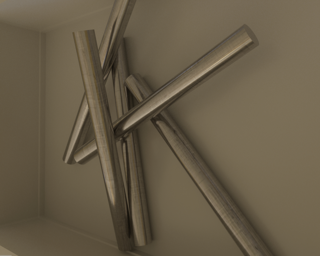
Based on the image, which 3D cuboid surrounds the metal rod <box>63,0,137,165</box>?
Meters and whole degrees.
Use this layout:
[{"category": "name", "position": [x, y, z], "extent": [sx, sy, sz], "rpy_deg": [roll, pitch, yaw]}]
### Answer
[{"category": "metal rod", "position": [-0.095, -0.060, 0.456], "extent": [0.025, 0.025, 0.298], "rpy_deg": [47, 126, 29]}]

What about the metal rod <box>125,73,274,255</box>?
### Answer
[{"category": "metal rod", "position": [0.040, 0.043, 0.372], "extent": [0.025, 0.025, 0.299], "rpy_deg": [-50, 61, 28]}]

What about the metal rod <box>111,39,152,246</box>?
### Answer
[{"category": "metal rod", "position": [-0.045, 0.011, 0.441], "extent": [0.025, 0.025, 0.298], "rpy_deg": [-14, 81, 39]}]

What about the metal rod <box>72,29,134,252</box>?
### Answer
[{"category": "metal rod", "position": [-0.068, 0.029, 0.401], "extent": [0.025, 0.025, 0.298], "rpy_deg": [7, 113, 39]}]

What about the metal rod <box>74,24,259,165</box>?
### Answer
[{"category": "metal rod", "position": [-0.015, -0.023, 0.383], "extent": [0.299, 0.025, 0.025], "rpy_deg": [-33, 70, 34]}]
